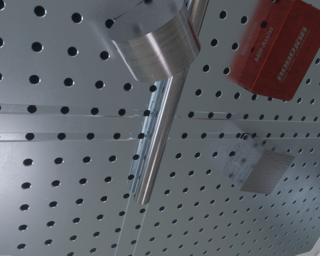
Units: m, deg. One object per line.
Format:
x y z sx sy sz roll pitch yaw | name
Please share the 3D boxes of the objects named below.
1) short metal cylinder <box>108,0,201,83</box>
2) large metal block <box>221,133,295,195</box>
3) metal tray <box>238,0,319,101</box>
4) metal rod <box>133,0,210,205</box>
-0.005 -0.092 0.317 0.080 0.080 0.050 -35 129 -5 | short metal cylinder
0.166 0.063 0.525 0.081 0.050 0.080 14 111 -34 | large metal block
0.177 -0.107 0.439 0.091 0.030 0.129 7 115 -32 | metal tray
0.009 -0.025 0.400 0.025 0.025 0.298 1 118 -29 | metal rod
